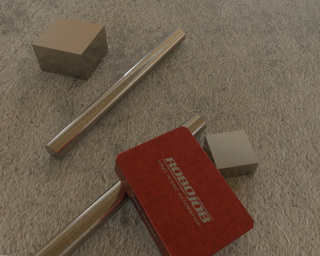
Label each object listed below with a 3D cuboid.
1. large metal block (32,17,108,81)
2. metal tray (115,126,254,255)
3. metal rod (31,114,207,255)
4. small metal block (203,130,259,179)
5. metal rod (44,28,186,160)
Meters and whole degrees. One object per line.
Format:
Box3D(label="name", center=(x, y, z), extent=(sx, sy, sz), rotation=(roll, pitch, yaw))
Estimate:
Box3D(label="large metal block", center=(-0.139, -0.127, 0.492), extent=(0.080, 0.050, 0.080), rotation=(14, 51, 11))
Box3D(label="metal tray", center=(0.022, 0.069, 0.322), extent=(0.091, 0.030, 0.130), rotation=(-24, 66, -23))
Box3D(label="metal rod", center=(-0.050, 0.077, 0.337), extent=(0.025, 0.025, 0.302), rotation=(35, 58, 25))
Box3D(label="small metal block", center=(0.085, 0.032, 0.377), extent=(0.050, 0.025, 0.050), rotation=(-8, 51, -7))
Box3D(label="metal rod", center=(-0.048, -0.066, 0.457), extent=(0.025, 0.025, 0.301), rotation=(27, 55, 20))
